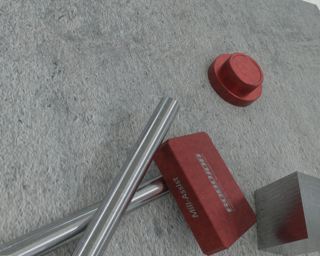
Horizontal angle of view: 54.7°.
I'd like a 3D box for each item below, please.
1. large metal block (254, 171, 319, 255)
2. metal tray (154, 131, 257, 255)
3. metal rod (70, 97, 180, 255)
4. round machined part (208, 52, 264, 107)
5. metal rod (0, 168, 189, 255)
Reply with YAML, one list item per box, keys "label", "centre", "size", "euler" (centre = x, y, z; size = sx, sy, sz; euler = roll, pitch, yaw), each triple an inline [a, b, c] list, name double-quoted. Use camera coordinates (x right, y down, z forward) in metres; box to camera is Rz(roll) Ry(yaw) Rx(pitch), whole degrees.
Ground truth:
- label: "large metal block"
  centre: [0.169, 0.112, 0.394]
  size: [0.050, 0.080, 0.080]
  euler: [19, 54, -18]
- label: "metal tray"
  centre: [0.055, 0.071, 0.371]
  size: [0.091, 0.030, 0.130]
  euler: [-9, 66, -52]
- label: "metal rod"
  centre: [-0.051, 0.087, 0.293]
  size: [0.025, 0.025, 0.300]
  euler: [33, 61, -8]
- label: "round machined part"
  centre: [0.134, -0.088, 0.521]
  size: [0.099, 0.042, 0.098]
  euler: [14, 56, -21]
- label: "metal rod"
  centre: [-0.063, 0.089, 0.315]
  size: [0.302, 0.025, 0.025]
  euler: [-18, 72, -35]
